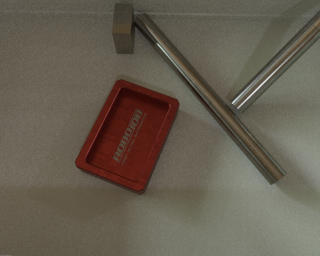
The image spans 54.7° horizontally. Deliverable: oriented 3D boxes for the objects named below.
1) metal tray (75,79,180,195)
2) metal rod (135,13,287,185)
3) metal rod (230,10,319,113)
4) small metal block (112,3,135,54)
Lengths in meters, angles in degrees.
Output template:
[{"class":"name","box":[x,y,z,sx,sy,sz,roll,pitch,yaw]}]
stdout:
[{"class":"metal tray","box":[-0.039,0.009,0.402,0.090,0.030,0.130,21,71,7]},{"class":"metal rod","box":[0.060,-0.050,0.428,0.025,0.025,0.300,-35,74,-12]},{"class":"metal rod","box":[0.204,-0.134,0.388,0.299,0.025,0.025,-47,75,14]},{"class":"small metal block","box":[-0.051,-0.142,0.448,0.025,0.050,0.050,1,70,0]}]
